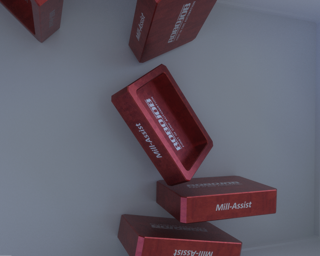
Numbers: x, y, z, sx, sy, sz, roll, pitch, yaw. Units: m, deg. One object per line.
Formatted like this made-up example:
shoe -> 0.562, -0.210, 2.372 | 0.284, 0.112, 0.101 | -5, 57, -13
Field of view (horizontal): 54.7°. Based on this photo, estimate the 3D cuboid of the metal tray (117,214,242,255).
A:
metal tray -> 0.022, 0.139, 0.384 | 0.131, 0.090, 0.030 | 11, 87, -20

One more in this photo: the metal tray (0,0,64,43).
metal tray -> -0.140, -0.142, 0.303 | 0.090, 0.130, 0.030 | 46, 76, -14

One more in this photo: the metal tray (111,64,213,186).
metal tray -> 0.008, -0.006, 0.385 | 0.130, 0.030, 0.090 | 57, 40, -10

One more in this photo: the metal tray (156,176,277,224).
metal tray -> 0.070, 0.088, 0.401 | 0.131, 0.090, 0.030 | 0, 93, -20

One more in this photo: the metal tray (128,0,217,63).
metal tray -> 0.016, -0.132, 0.359 | 0.091, 0.130, 0.030 | -28, 82, -18
